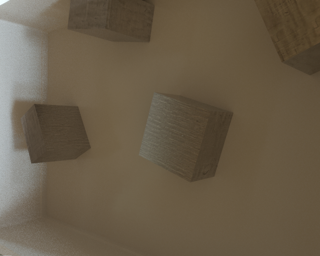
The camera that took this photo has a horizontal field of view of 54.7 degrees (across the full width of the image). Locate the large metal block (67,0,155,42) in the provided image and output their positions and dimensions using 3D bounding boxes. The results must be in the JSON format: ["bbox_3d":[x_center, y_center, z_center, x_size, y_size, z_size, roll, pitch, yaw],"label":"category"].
[{"bbox_3d":[-0.067,-0.152,0.426,0.080,0.081,0.050,14,99,39],"label":"large metal block"}]

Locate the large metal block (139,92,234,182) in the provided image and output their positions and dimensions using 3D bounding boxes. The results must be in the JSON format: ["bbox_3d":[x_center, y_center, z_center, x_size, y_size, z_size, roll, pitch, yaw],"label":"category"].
[{"bbox_3d":[0.029,0.008,0.367,0.080,0.050,0.079,23,105,37],"label":"large metal block"}]

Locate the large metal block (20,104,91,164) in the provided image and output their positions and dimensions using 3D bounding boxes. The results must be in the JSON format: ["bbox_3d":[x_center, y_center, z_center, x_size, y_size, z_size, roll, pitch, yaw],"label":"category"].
[{"bbox_3d":[-0.173,0.009,0.514,0.050,0.081,0.080,-33,70,35],"label":"large metal block"}]

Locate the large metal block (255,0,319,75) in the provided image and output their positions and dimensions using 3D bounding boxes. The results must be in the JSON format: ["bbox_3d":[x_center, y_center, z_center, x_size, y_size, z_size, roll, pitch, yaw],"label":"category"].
[{"bbox_3d":[0.127,-0.097,0.266,0.050,0.081,0.080,-28,73,37],"label":"large metal block"}]
